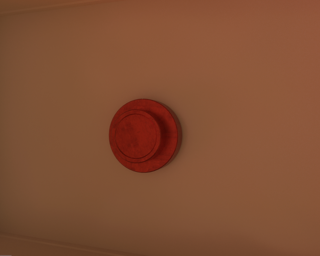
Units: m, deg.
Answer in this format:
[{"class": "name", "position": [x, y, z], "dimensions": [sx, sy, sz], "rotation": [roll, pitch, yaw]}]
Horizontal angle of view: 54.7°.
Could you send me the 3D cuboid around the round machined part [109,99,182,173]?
[{"class": "round machined part", "position": [-0.024, 0.010, 0.405], "dimensions": [0.098, 0.042, 0.097], "rotation": [0, 90, 19]}]
